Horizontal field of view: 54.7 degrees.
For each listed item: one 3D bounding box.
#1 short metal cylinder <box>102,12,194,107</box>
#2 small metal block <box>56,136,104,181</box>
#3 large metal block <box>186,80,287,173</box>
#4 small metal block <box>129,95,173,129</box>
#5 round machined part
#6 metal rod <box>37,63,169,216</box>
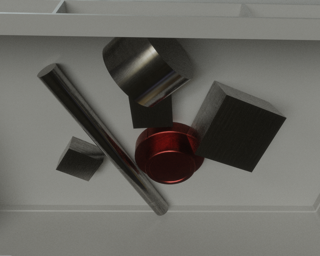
[{"bbox_3d":[-0.011,-0.068,0.315,0.050,0.080,0.080,-35,122,26],"label":"short metal cylinder"},{"bbox_3d":[-0.114,0.045,0.446,0.050,0.025,0.050,25,126,-21],"label":"small metal block"},{"bbox_3d":[0.090,-0.001,0.381,0.081,0.050,0.079,19,113,-16],"label":"large metal block"},{"bbox_3d":[-0.010,-0.027,0.386,0.050,0.025,0.050,-3,130,2],"label":"small metal block"},{"bbox_3d":[0.014,0.042,0.434,0.099,0.042,0.097,0,130,0],"label":"round machined part"},{"bbox_3d":[-0.063,0.036,0.438,0.025,0.025,0.299,-21,128,16],"label":"metal rod"}]
